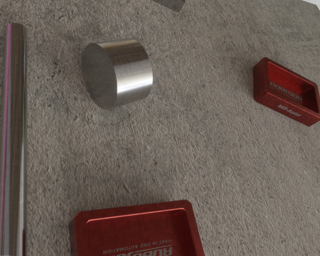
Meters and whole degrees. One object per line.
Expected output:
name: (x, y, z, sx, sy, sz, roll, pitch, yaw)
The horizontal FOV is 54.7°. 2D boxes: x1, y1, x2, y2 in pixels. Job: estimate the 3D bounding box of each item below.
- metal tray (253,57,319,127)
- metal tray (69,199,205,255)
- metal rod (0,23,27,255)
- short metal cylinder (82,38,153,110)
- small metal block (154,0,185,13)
metal tray: (0.235, -0.066, 0.570, 0.131, 0.030, 0.090, 22, 53, -15)
metal tray: (-0.020, 0.126, 0.314, 0.131, 0.030, 0.090, 1, 61, -28)
metal rod: (-0.149, 0.011, 0.316, 0.025, 0.025, 0.299, 3, 61, -27)
short metal cylinder: (-0.054, -0.067, 0.382, 0.050, 0.080, 0.080, -21, 73, -36)
small metal block: (0.019, -0.246, 0.566, 0.050, 0.025, 0.050, 18, 54, -18)
